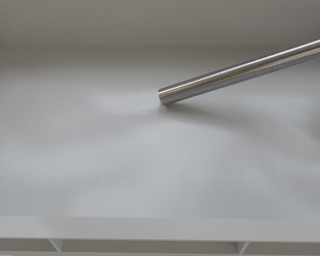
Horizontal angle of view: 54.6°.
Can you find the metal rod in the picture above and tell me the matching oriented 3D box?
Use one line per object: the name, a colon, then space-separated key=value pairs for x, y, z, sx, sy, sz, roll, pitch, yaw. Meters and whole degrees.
metal rod: x=0.140 y=-0.083 z=0.400 sx=0.300 sy=0.025 sz=0.025 roll=-16 pitch=48 yaw=17
